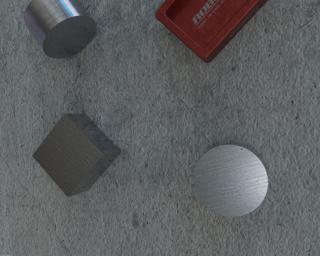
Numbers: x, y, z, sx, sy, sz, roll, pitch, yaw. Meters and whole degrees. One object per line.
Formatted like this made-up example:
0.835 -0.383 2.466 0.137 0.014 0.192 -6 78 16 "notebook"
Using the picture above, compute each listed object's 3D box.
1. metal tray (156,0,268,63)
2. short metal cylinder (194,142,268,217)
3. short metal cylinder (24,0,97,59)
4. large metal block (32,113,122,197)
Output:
0.070 -0.158 0.381 0.090 0.030 0.130 46 104 14 "metal tray"
0.085 0.058 0.365 0.080 0.050 0.079 0 90 20 "short metal cylinder"
-0.136 -0.142 0.428 0.080 0.080 0.050 -39 78 16 "short metal cylinder"
-0.117 0.036 0.437 0.080 0.050 0.080 44 104 14 "large metal block"
